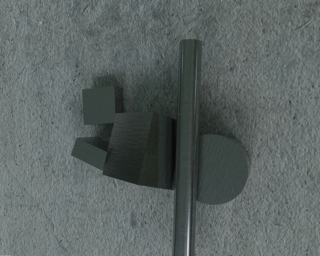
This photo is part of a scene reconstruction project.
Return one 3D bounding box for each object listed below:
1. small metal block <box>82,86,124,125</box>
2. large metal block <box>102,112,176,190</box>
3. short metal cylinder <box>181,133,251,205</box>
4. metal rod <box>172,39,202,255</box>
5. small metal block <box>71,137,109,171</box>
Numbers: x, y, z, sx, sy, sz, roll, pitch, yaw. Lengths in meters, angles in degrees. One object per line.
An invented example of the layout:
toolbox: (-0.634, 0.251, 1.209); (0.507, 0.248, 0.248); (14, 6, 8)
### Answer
small metal block: (-0.080, -0.031, 0.436); (0.050, 0.025, 0.050); (-3, 89, 19)
large metal block: (-0.020, 0.026, 0.376); (0.080, 0.050, 0.080); (1, 77, 52)
short metal cylinder: (0.066, 0.047, 0.372); (0.080, 0.050, 0.079); (0, 90, 19)
metal rod: (0.029, 0.054, 0.344); (0.025, 0.025, 0.298); (2, 91, 19)
small metal block: (-0.083, 0.033, 0.424); (0.050, 0.050, 0.025); (23, 98, 18)
